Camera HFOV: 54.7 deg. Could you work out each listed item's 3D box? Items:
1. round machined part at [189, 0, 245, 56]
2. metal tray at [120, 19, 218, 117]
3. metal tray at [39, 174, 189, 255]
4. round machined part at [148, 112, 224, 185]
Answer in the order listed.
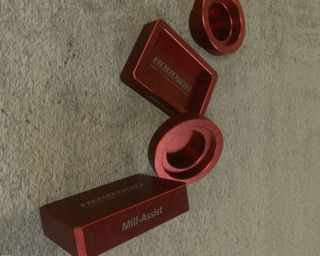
[{"bbox_3d":[0.082,-0.157,0.464,0.099,0.042,0.097,0,90,-40],"label":"round machined part"},{"bbox_3d":[0.018,-0.069,0.418,0.130,0.030,0.090,34,69,-35],"label":"metal tray"},{"bbox_3d":[-0.045,0.084,0.326,0.131,0.090,0.030,-13,99,-40],"label":"metal tray"},{"bbox_3d":[0.030,0.023,0.404,0.099,0.042,0.097,-12,120,-21],"label":"round machined part"}]
